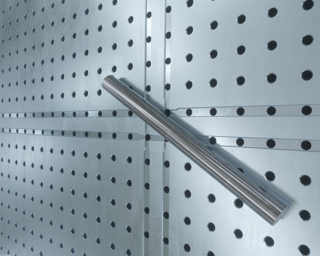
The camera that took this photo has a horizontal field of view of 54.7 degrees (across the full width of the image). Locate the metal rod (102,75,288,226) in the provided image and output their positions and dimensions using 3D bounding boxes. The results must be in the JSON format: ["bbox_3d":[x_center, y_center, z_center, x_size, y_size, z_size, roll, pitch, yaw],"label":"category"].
[{"bbox_3d":[0.021,0.010,0.390,0.300,0.025,0.025,39,113,33],"label":"metal rod"}]
